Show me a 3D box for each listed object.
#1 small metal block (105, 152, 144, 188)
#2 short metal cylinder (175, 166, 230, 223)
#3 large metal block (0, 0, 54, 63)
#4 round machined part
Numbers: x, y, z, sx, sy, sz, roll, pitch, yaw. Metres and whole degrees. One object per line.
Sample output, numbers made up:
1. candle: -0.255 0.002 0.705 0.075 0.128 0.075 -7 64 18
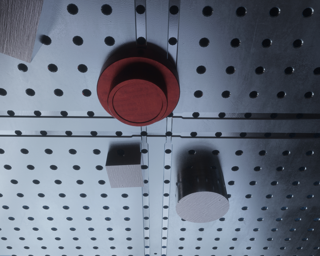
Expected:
1. small metal block: -0.051 0.064 0.465 0.050 0.025 0.050 -3 130 2
2. short metal cylinder: 0.064 0.104 0.485 0.081 0.050 0.079 0 130 0
3. large metal block: -0.148 -0.120 0.291 0.080 0.050 0.079 19 128 -16
4. round machined part: -0.025 -0.040 0.366 0.099 0.042 0.097 0 130 0
